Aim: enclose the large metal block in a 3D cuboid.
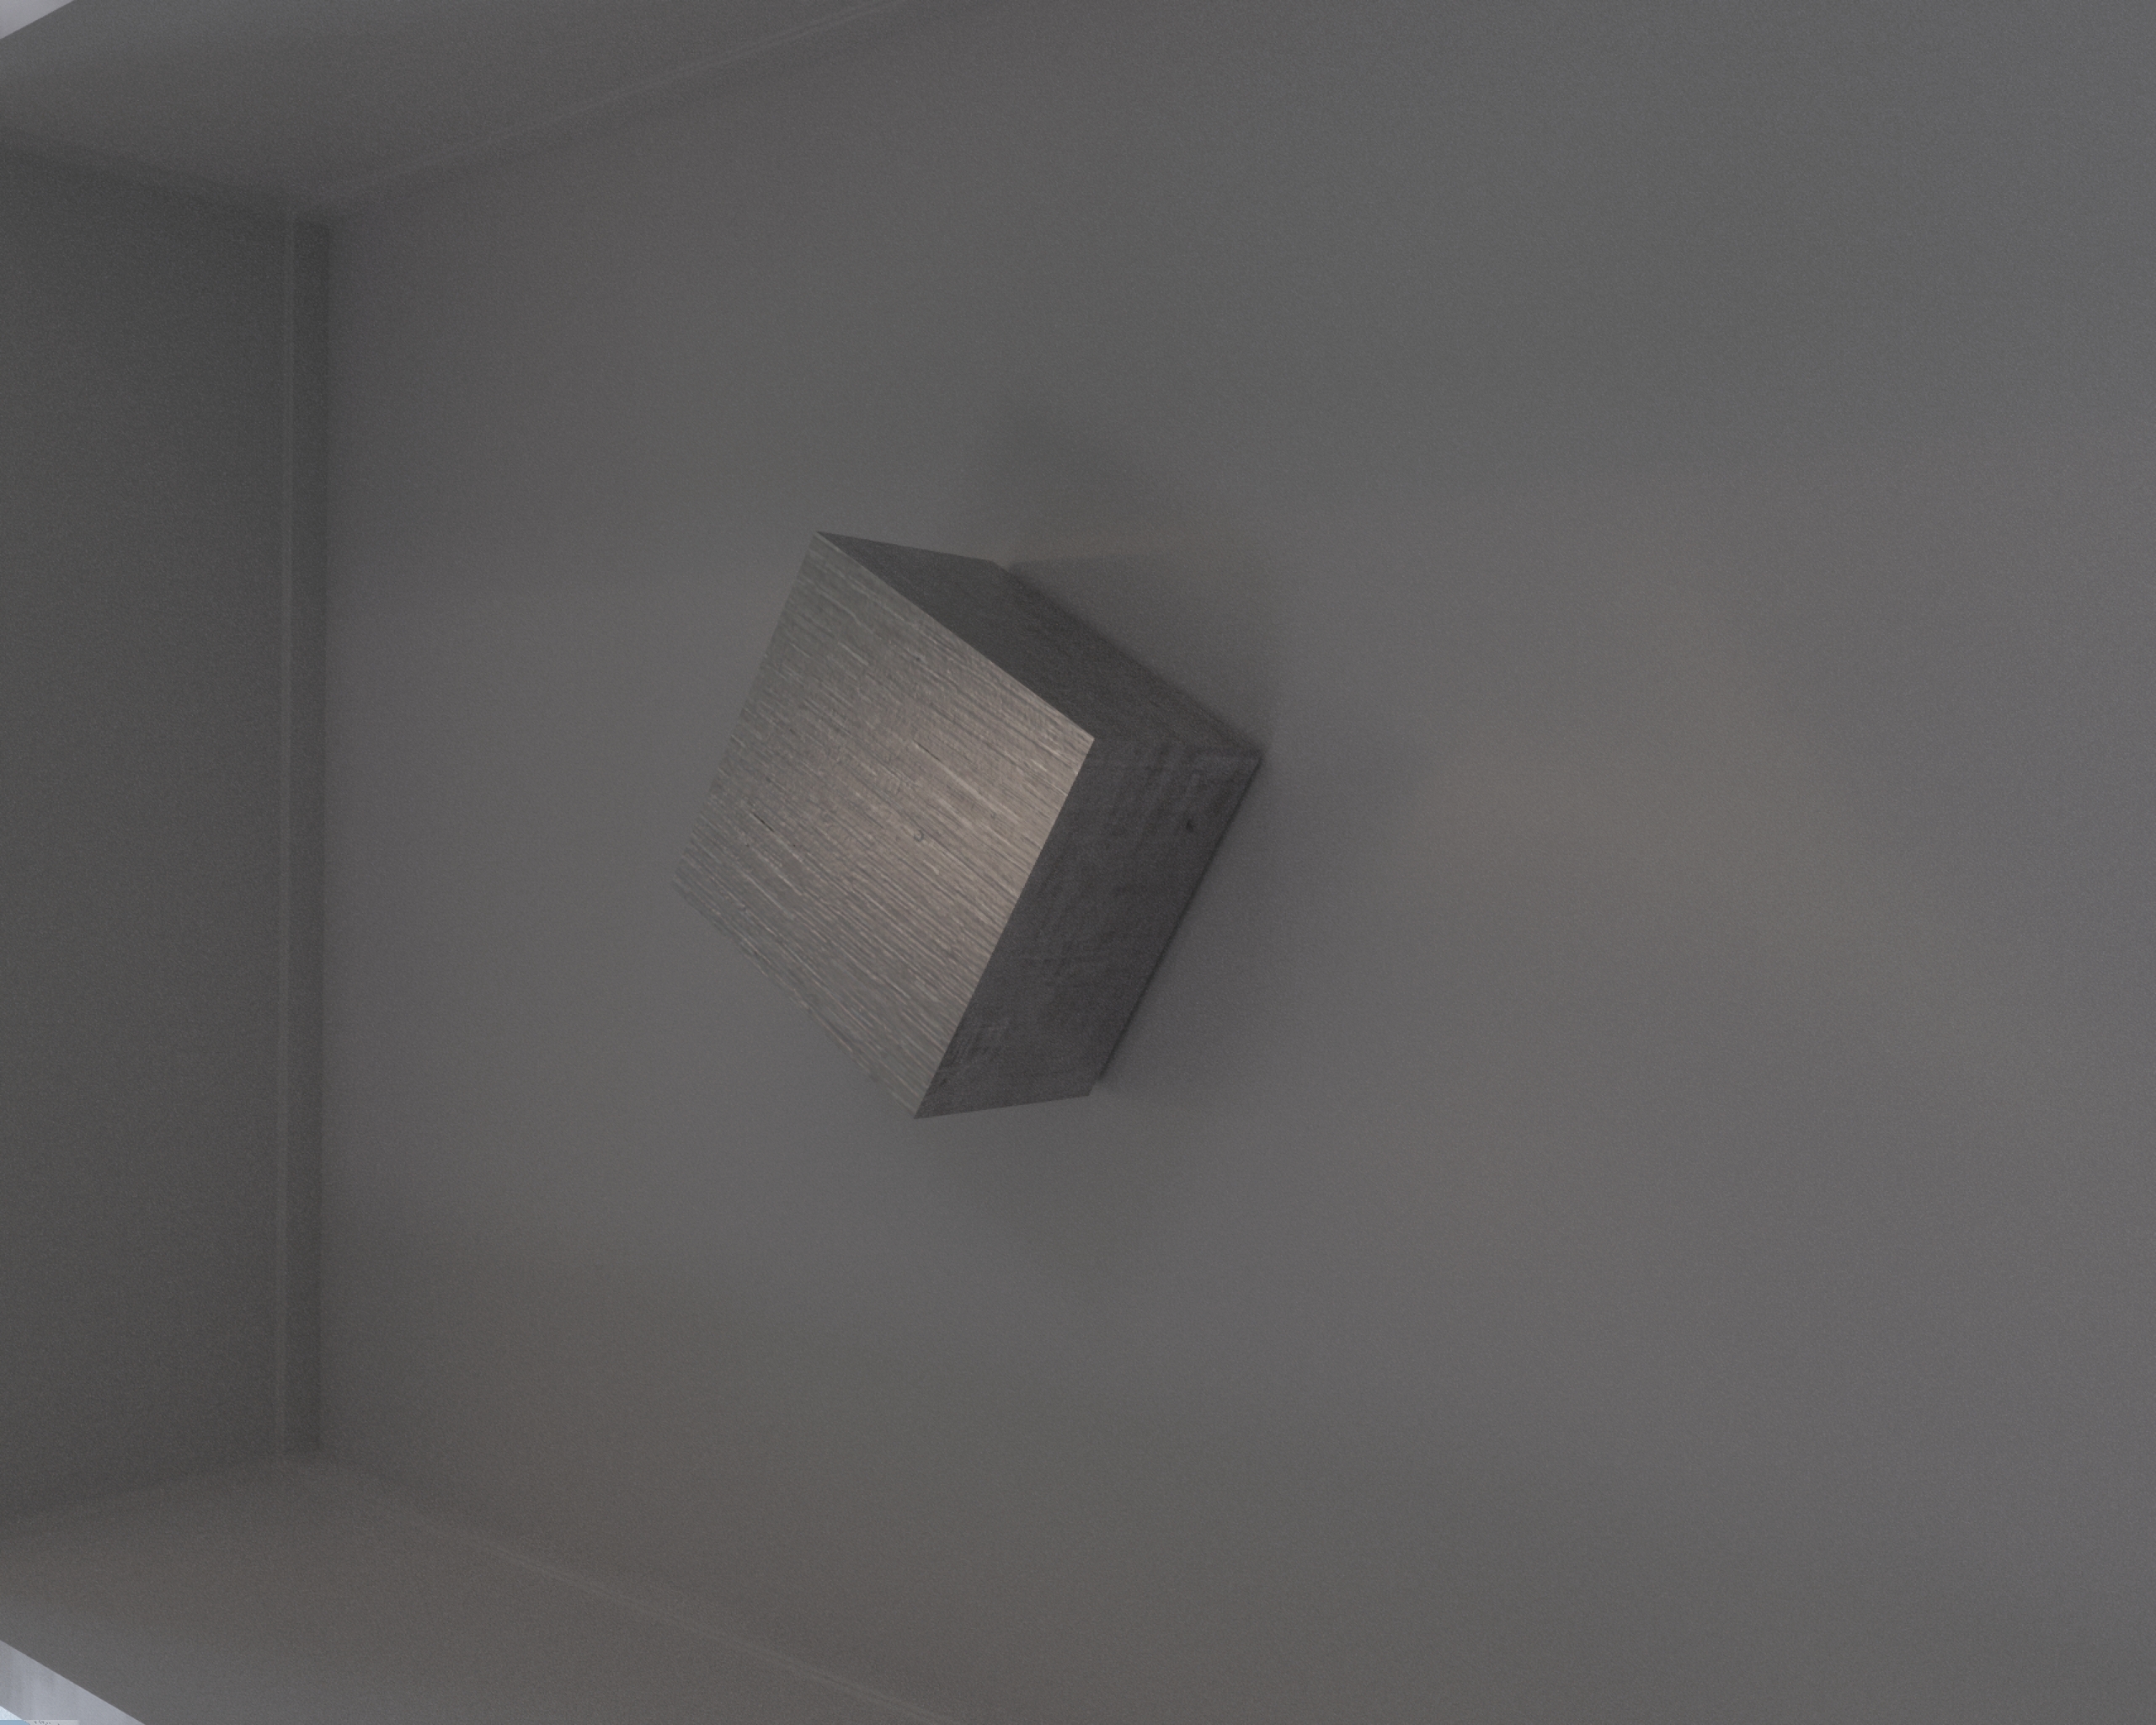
[{"bbox_3d":[-0.024,-0.008,0.407,0.080,0.050,0.080,39,113,33],"label":"large metal block"}]
